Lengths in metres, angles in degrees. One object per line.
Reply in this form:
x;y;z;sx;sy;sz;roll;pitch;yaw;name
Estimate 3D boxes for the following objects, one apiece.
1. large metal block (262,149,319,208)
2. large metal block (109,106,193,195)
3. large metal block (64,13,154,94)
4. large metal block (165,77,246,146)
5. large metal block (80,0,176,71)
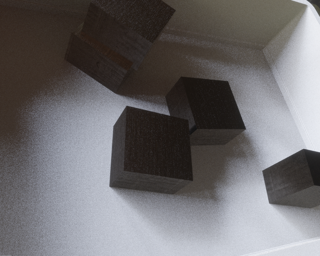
0.207;0.074;0.436;0.081;0.080;0.050;12;57;-22;large metal block
-0.011;0.028;0.366;0.081;0.050;0.080;12;57;-22;large metal block
-0.067;-0.108;0.419;0.080;0.050;0.080;34;51;-6;large metal block
0.062;-0.022;0.436;0.081;0.050;0.080;0;62;-28;large metal block
-0.038;-0.132;0.386;0.080;0.050;0.080;33;51;-7;large metal block
